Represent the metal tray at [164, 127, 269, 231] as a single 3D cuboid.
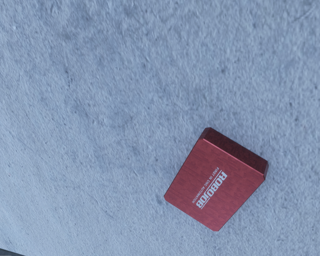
[{"bbox_3d":[0.069,0.072,0.412,0.090,0.030,0.129,31,129,7],"label":"metal tray"}]
